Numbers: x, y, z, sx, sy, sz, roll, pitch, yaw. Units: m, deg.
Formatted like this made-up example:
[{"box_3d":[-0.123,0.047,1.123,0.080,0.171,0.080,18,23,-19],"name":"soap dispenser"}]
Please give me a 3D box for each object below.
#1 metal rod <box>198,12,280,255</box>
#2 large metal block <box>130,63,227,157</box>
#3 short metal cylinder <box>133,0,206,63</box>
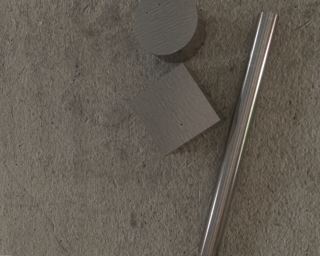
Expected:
[{"box_3d":[0.094,0.013,0.375,0.025,0.025,0.298,15,95,19],"name":"metal rod"},{"box_3d":[0.024,-0.021,0.387,0.080,0.050,0.080,-35,79,16],"name":"large metal block"},{"box_3d":[0.014,-0.126,0.390,0.080,0.050,0.079,0,90,19],"name":"short metal cylinder"}]
